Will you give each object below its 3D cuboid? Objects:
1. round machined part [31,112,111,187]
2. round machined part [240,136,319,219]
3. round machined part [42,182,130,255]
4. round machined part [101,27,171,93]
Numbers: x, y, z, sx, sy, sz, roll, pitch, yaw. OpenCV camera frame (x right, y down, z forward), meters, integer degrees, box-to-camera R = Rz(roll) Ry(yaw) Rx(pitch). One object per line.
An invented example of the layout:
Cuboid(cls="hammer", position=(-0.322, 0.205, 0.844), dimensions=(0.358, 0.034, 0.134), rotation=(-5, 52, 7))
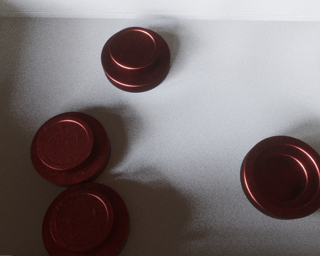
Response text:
Cuboid(cls="round machined part", position=(-0.114, 0.024, 0.391), dimensions=(0.099, 0.042, 0.098), rotation=(0, 70, 0))
Cuboid(cls="round machined part", position=(0.147, 0.062, 0.379), dimensions=(0.099, 0.042, 0.098), rotation=(0, 70, 0))
Cuboid(cls="round machined part", position=(-0.085, 0.108, 0.353), dimensions=(0.099, 0.042, 0.098), rotation=(0, 61, 0))
Cuboid(cls="round machined part", position=(-0.034, -0.103, 0.438), dimensions=(0.099, 0.042, 0.098), rotation=(0, 70, 0))
